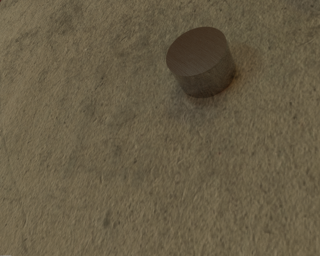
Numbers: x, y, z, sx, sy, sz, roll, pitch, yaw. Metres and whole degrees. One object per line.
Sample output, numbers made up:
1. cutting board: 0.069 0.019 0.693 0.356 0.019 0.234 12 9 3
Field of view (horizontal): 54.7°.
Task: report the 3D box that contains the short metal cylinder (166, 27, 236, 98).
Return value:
1. short metal cylinder: 0.055 -0.086 0.411 0.080 0.050 0.080 -13 56 20
